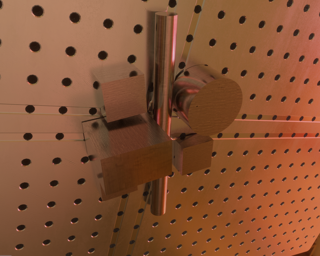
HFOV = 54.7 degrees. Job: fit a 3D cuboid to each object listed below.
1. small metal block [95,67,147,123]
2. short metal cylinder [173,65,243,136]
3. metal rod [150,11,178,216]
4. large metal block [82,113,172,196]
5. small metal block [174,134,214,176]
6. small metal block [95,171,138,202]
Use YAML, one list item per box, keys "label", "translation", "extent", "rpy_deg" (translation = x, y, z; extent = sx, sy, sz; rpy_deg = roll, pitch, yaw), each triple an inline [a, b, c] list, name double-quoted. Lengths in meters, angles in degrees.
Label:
- label: "small metal block"
  translation: [-0.045, -0.039, 0.364]
  extent: [0.050, 0.025, 0.050]
  rpy_deg: [-16, 125, -20]
- label: "short metal cylinder"
  translation: [0.060, -0.036, 0.406]
  extent: [0.081, 0.050, 0.079]
  rpy_deg: [-14, 125, -21]
- label: "metal rod"
  translation: [0.002, 0.003, 0.415]
  extent: [0.025, 0.025, 0.298]
  rpy_deg: [-12, 124, -22]
- label: "large metal block"
  translation: [-0.040, 0.024, 0.368]
  extent: [0.081, 0.080, 0.050]
  rpy_deg: [-15, 125, -21]
- label: "small metal block"
  translation: [0.050, 0.038, 0.464]
  extent: [0.050, 0.025, 0.050]
  rpy_deg: [-14, 124, -21]
- label: "small metal block"
  translation: [-0.060, 0.066, 0.421]
  extent: [0.050, 0.025, 0.050]
  rpy_deg: [-15, 125, -21]
